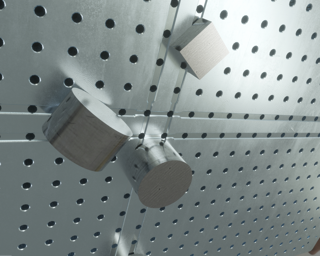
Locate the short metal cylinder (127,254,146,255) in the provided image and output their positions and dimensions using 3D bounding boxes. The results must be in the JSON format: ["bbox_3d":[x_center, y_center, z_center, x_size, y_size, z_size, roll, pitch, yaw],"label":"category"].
[{"bbox_3d":[-0.047,0.266,0.534,0.081,0.050,0.079,-14,124,-21],"label":"short metal cylinder"}]

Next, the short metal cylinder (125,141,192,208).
[{"bbox_3d":[-0.002,0.065,0.434,0.081,0.050,0.079,-14,124,-21],"label":"short metal cylinder"}]

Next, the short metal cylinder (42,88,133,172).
[{"bbox_3d":[-0.077,0.001,0.335,0.050,0.080,0.080,-50,129,7],"label":"short metal cylinder"}]

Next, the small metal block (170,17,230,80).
[{"bbox_3d":[0.049,-0.096,0.378,0.050,0.025,0.050,-43,130,1],"label":"small metal block"}]
